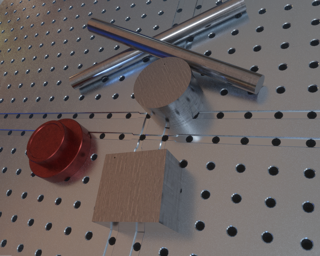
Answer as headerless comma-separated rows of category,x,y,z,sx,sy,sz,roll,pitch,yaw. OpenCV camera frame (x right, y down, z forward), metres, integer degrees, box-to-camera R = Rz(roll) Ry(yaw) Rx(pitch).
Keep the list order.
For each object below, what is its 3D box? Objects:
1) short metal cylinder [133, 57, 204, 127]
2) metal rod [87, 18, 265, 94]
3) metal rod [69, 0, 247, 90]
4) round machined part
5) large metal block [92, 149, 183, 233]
short metal cylinder,0.012,-0.048,0.414,0.080,0.050,0.080,-13,56,20
metal rod,0.004,-0.113,0.449,0.300,0.025,0.025,27,76,29
metal rod,-0.012,-0.131,0.493,0.301,0.025,0.025,-22,54,14
round machined part,-0.157,0.027,0.460,0.098,0.042,0.098,-13,56,20
large metal block,-0.023,0.074,0.358,0.080,0.050,0.080,-7,59,24
